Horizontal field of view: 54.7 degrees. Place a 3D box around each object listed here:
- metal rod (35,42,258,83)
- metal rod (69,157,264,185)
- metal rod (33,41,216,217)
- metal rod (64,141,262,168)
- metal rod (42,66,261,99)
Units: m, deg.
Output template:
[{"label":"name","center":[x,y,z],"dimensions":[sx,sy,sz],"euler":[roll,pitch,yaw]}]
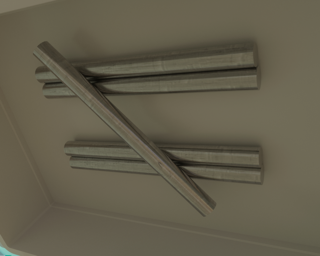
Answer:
[{"label":"metal rod","center":[-0.037,-0.075,0.379],"dimensions":[0.300,0.025,0.025],"euler":[1,119,27]},{"label":"metal rod","center":[-0.009,0.056,0.445],"dimensions":[0.300,0.025,0.025],"euler":[0,119,28]},{"label":"metal rod","center":[-0.043,0.003,0.400],"dimensions":[0.300,0.025,0.025],"euler":[44,129,-3]},{"label":"metal rod","center":[-0.014,0.034,0.435],"dimensions":[0.300,0.025,0.025],"euler":[0,119,28]},{"label":"metal rod","center":[-0.031,-0.053,0.390],"dimensions":[0.300,0.025,0.025],"euler":[1,119,27]}]
